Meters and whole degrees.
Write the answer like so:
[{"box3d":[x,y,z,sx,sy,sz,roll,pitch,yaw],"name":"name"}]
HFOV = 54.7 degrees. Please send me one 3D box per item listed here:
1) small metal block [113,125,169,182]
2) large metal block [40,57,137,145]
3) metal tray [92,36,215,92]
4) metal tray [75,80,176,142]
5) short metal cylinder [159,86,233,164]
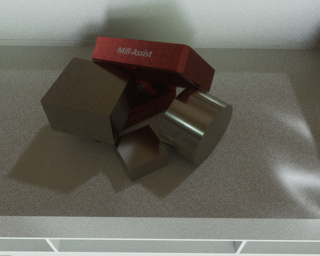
[{"box3d":[-0.024,0.030,0.378,0.050,0.025,0.050,-23,54,-19],"name":"small metal block"},{"box3d":[-0.080,-0.034,0.373,0.080,0.050,0.080,13,51,10],"name":"large metal block"},{"box3d":[-0.008,-0.080,0.390,0.130,0.090,0.030,15,89,30],"name":"metal tray"},{"box3d":[-0.054,-0.045,0.436,0.131,0.030,0.090,-27,55,-22],"name":"metal tray"},{"box3d":[0.044,-0.004,0.372,0.050,0.080,0.080,32,57,24],"name":"short metal cylinder"}]
